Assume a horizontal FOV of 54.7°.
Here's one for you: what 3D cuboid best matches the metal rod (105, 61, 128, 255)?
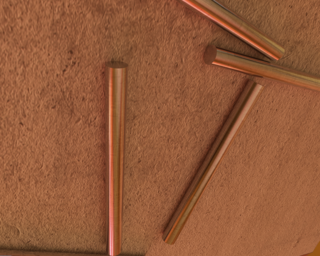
[{"bbox_3d":[-0.060,0.060,0.411,0.025,0.025,0.298,-9,122,-24],"label":"metal rod"}]

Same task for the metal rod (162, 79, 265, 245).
[{"bbox_3d":[0.077,0.063,0.487,0.025,0.025,0.298,14,111,-34],"label":"metal rod"}]

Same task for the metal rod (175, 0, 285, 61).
[{"bbox_3d":[0.043,-0.140,0.342,0.302,0.025,0.025,17,110,-35],"label":"metal rod"}]

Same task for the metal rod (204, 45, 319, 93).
[{"bbox_3d":[0.191,-0.078,0.462,0.302,0.025,0.025,6,116,-31],"label":"metal rod"}]

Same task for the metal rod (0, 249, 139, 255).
[{"bbox_3d":[-0.137,0.195,0.451,0.302,0.025,0.025,21,107,-36],"label":"metal rod"}]
